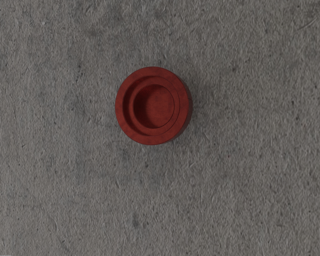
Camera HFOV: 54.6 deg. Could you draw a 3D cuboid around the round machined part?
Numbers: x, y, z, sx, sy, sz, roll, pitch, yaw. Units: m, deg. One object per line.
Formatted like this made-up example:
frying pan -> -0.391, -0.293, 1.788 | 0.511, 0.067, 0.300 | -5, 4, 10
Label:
round machined part -> -0.005, -0.027, 0.402 | 0.098, 0.042, 0.097 | 0, 90, 20
